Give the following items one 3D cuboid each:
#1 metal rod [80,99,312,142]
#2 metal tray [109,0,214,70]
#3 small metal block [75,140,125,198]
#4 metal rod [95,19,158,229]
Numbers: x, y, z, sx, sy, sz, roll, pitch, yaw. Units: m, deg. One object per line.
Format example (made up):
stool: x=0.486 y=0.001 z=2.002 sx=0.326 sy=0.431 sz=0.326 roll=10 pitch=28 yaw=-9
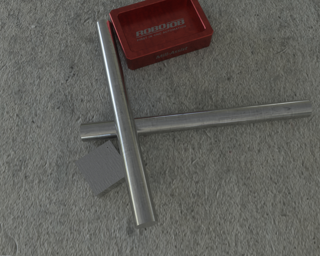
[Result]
metal rod: x=0.049 y=-0.010 z=0.412 sx=0.302 sy=0.025 sz=0.025 roll=-6 pitch=70 yaw=-3
metal tray: x=0.001 y=-0.148 z=0.459 sx=0.131 sy=0.030 sz=0.090 roll=-19 pitch=71 yaw=-7
small metal block: x=-0.069 y=0.052 z=0.389 sx=0.050 sy=0.025 sz=0.050 roll=-33 pitch=74 yaw=-12
metal rod: x=-0.049 y=-0.026 z=0.392 sx=0.025 sy=0.025 sz=0.299 roll=-13 pitch=61 yaw=-5
